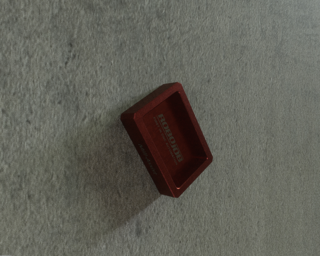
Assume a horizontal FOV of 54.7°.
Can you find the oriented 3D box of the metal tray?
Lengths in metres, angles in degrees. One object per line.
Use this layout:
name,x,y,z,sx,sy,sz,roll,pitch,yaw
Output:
metal tray,0.014,0.016,0.415,0.091,0.030,0.129,-40,115,-33
